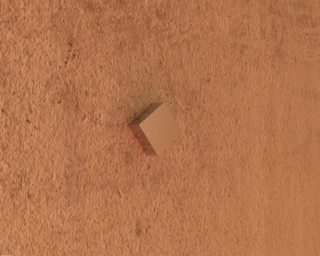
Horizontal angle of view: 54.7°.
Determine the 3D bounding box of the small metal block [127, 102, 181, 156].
[{"bbox_3d":[-0.006,0.001,0.403,0.050,0.025,0.050,-44,117,-31],"label":"small metal block"}]
